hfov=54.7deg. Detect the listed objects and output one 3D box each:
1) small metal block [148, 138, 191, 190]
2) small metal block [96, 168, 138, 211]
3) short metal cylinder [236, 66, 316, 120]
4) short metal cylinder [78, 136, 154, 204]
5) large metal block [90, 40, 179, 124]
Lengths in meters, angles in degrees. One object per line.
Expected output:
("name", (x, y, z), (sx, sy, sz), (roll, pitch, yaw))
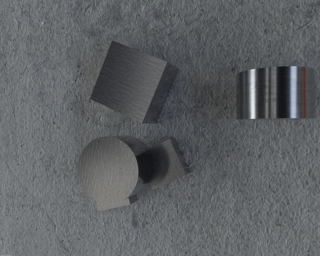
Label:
("small metal block", (0.005, 0.047, 0.407), (0.050, 0.025, 0.050), (-27, 81, 17))
("small metal block", (-0.064, 0.084, 0.432), (0.050, 0.025, 0.050), (-16, 85, 19))
("short metal cylinder", (0.124, -0.034, 0.336), (0.080, 0.080, 0.050), (0, 90, 20))
("short metal cylinder", (-0.054, 0.050, 0.388), (0.080, 0.050, 0.080), (0, 90, 20))
("large metal block", (-0.032, -0.058, 0.407), (0.080, 0.050, 0.080), (25, 98, 18))
